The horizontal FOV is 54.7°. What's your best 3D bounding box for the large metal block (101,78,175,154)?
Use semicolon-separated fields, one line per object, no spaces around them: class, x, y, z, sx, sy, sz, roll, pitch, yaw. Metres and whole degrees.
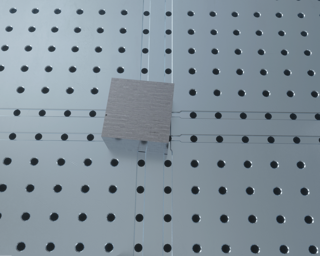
large metal block;-0.026;-0.015;0.404;0.080;0.050;0.080;6;70;1
